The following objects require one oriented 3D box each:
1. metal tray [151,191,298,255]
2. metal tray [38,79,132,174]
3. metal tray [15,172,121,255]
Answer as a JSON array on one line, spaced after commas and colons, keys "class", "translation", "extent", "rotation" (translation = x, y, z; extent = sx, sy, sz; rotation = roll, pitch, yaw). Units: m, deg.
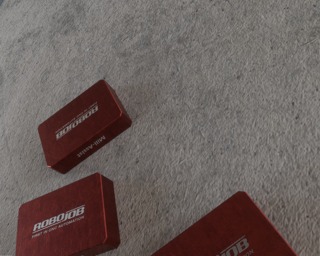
[{"class": "metal tray", "translation": [0.056, 0.133, 0.290], "extent": [0.130, 0.030, 0.090], "rotation": [-37, 51, 3]}, {"class": "metal tray", "translation": [-0.115, -0.004, 0.463], "extent": [0.130, 0.030, 0.090], "rotation": [-36, 51, 4]}, {"class": "metal tray", "translation": [-0.118, 0.121, 0.388], "extent": [0.130, 0.030, 0.090], "rotation": [-24, 53, 13]}]
